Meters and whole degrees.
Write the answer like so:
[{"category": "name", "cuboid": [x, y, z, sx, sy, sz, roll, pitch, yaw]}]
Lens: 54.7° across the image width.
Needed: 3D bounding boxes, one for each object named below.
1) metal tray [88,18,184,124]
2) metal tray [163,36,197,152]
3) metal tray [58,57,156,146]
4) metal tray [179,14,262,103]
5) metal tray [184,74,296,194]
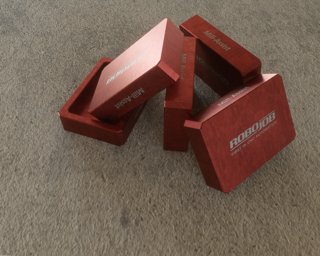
[{"category": "metal tray", "cuboid": [-0.031, -0.068, 0.388, 0.130, 0.030, 0.090, -28, 38, 36]}, {"category": "metal tray", "cuboid": [0.026, -0.046, 0.401, 0.030, 0.089, 0.130, 5, 51, 4]}, {"category": "metal tray", "cuboid": [-0.068, -0.042, 0.436, 0.090, 0.030, 0.130, 16, 52, 12]}, {"category": "metal tray", "cuboid": [0.083, -0.090, 0.436, 0.030, 0.090, 0.130, -35, 57, -9]}, {"category": "metal tray", "cuboid": [0.098, 0.003, 0.361, 0.131, 0.090, 0.030, -32, 22, -24]}]
